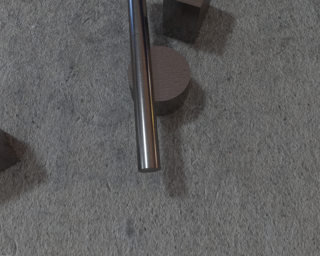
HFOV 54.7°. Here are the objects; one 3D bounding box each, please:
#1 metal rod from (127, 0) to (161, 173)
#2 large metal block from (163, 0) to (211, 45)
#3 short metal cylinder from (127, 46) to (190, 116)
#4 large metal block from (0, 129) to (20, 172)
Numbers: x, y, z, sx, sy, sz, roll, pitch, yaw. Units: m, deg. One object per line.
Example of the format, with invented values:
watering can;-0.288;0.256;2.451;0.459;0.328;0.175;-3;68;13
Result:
metal rod;-0.024;-0.094;0.389;0.025;0.025;0.299;-5;70;-2
large metal block;0.042;-0.183;0.446;0.050;0.080;0.080;19;71;7
short metal cylinder;-0.001;-0.062;0.418;0.081;0.050;0.080;0;70;0
large metal block;-0.230;0.031;0.366;0.080;0.080;0.050;-31;73;-11
